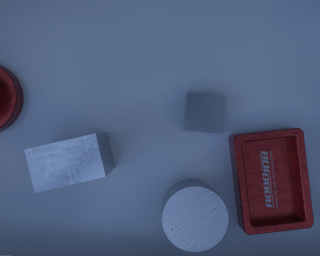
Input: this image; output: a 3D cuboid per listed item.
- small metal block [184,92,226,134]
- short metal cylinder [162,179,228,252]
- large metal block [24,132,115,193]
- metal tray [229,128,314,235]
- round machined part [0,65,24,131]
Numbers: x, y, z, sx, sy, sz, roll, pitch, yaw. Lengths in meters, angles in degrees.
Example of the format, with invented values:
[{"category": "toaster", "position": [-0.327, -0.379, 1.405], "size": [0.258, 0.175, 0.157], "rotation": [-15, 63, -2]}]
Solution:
[{"category": "small metal block", "position": [0.059, -0.019, 0.412], "size": [0.050, 0.025, 0.050], "rotation": [4, 90, -1]}, {"category": "short metal cylinder", "position": [0.043, 0.110, 0.400], "size": [0.081, 0.050, 0.079], "rotation": [0, 90, -1]}, {"category": "large metal block", "position": [-0.105, 0.039, 0.383], "size": [0.080, 0.080, 0.050], "rotation": [-13, 90, 0]}, {"category": "metal tray", "position": [0.146, 0.068, 0.410], "size": [0.091, 0.030, 0.129], "rotation": [-7, 90, -1]}, {"category": "round machined part", "position": [-0.235, -0.040, 0.400], "size": [0.099, 0.042, 0.097], "rotation": [0, 90, -1]}]
